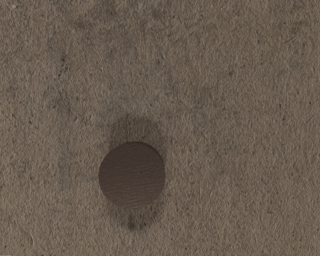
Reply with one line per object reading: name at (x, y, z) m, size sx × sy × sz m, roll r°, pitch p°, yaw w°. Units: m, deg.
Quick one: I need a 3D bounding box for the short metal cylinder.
short metal cylinder at (-0.034, 0.058, 0.397) m, size 0.081 × 0.050 × 0.079 m, roll 0°, pitch 90°, yaw -1°
